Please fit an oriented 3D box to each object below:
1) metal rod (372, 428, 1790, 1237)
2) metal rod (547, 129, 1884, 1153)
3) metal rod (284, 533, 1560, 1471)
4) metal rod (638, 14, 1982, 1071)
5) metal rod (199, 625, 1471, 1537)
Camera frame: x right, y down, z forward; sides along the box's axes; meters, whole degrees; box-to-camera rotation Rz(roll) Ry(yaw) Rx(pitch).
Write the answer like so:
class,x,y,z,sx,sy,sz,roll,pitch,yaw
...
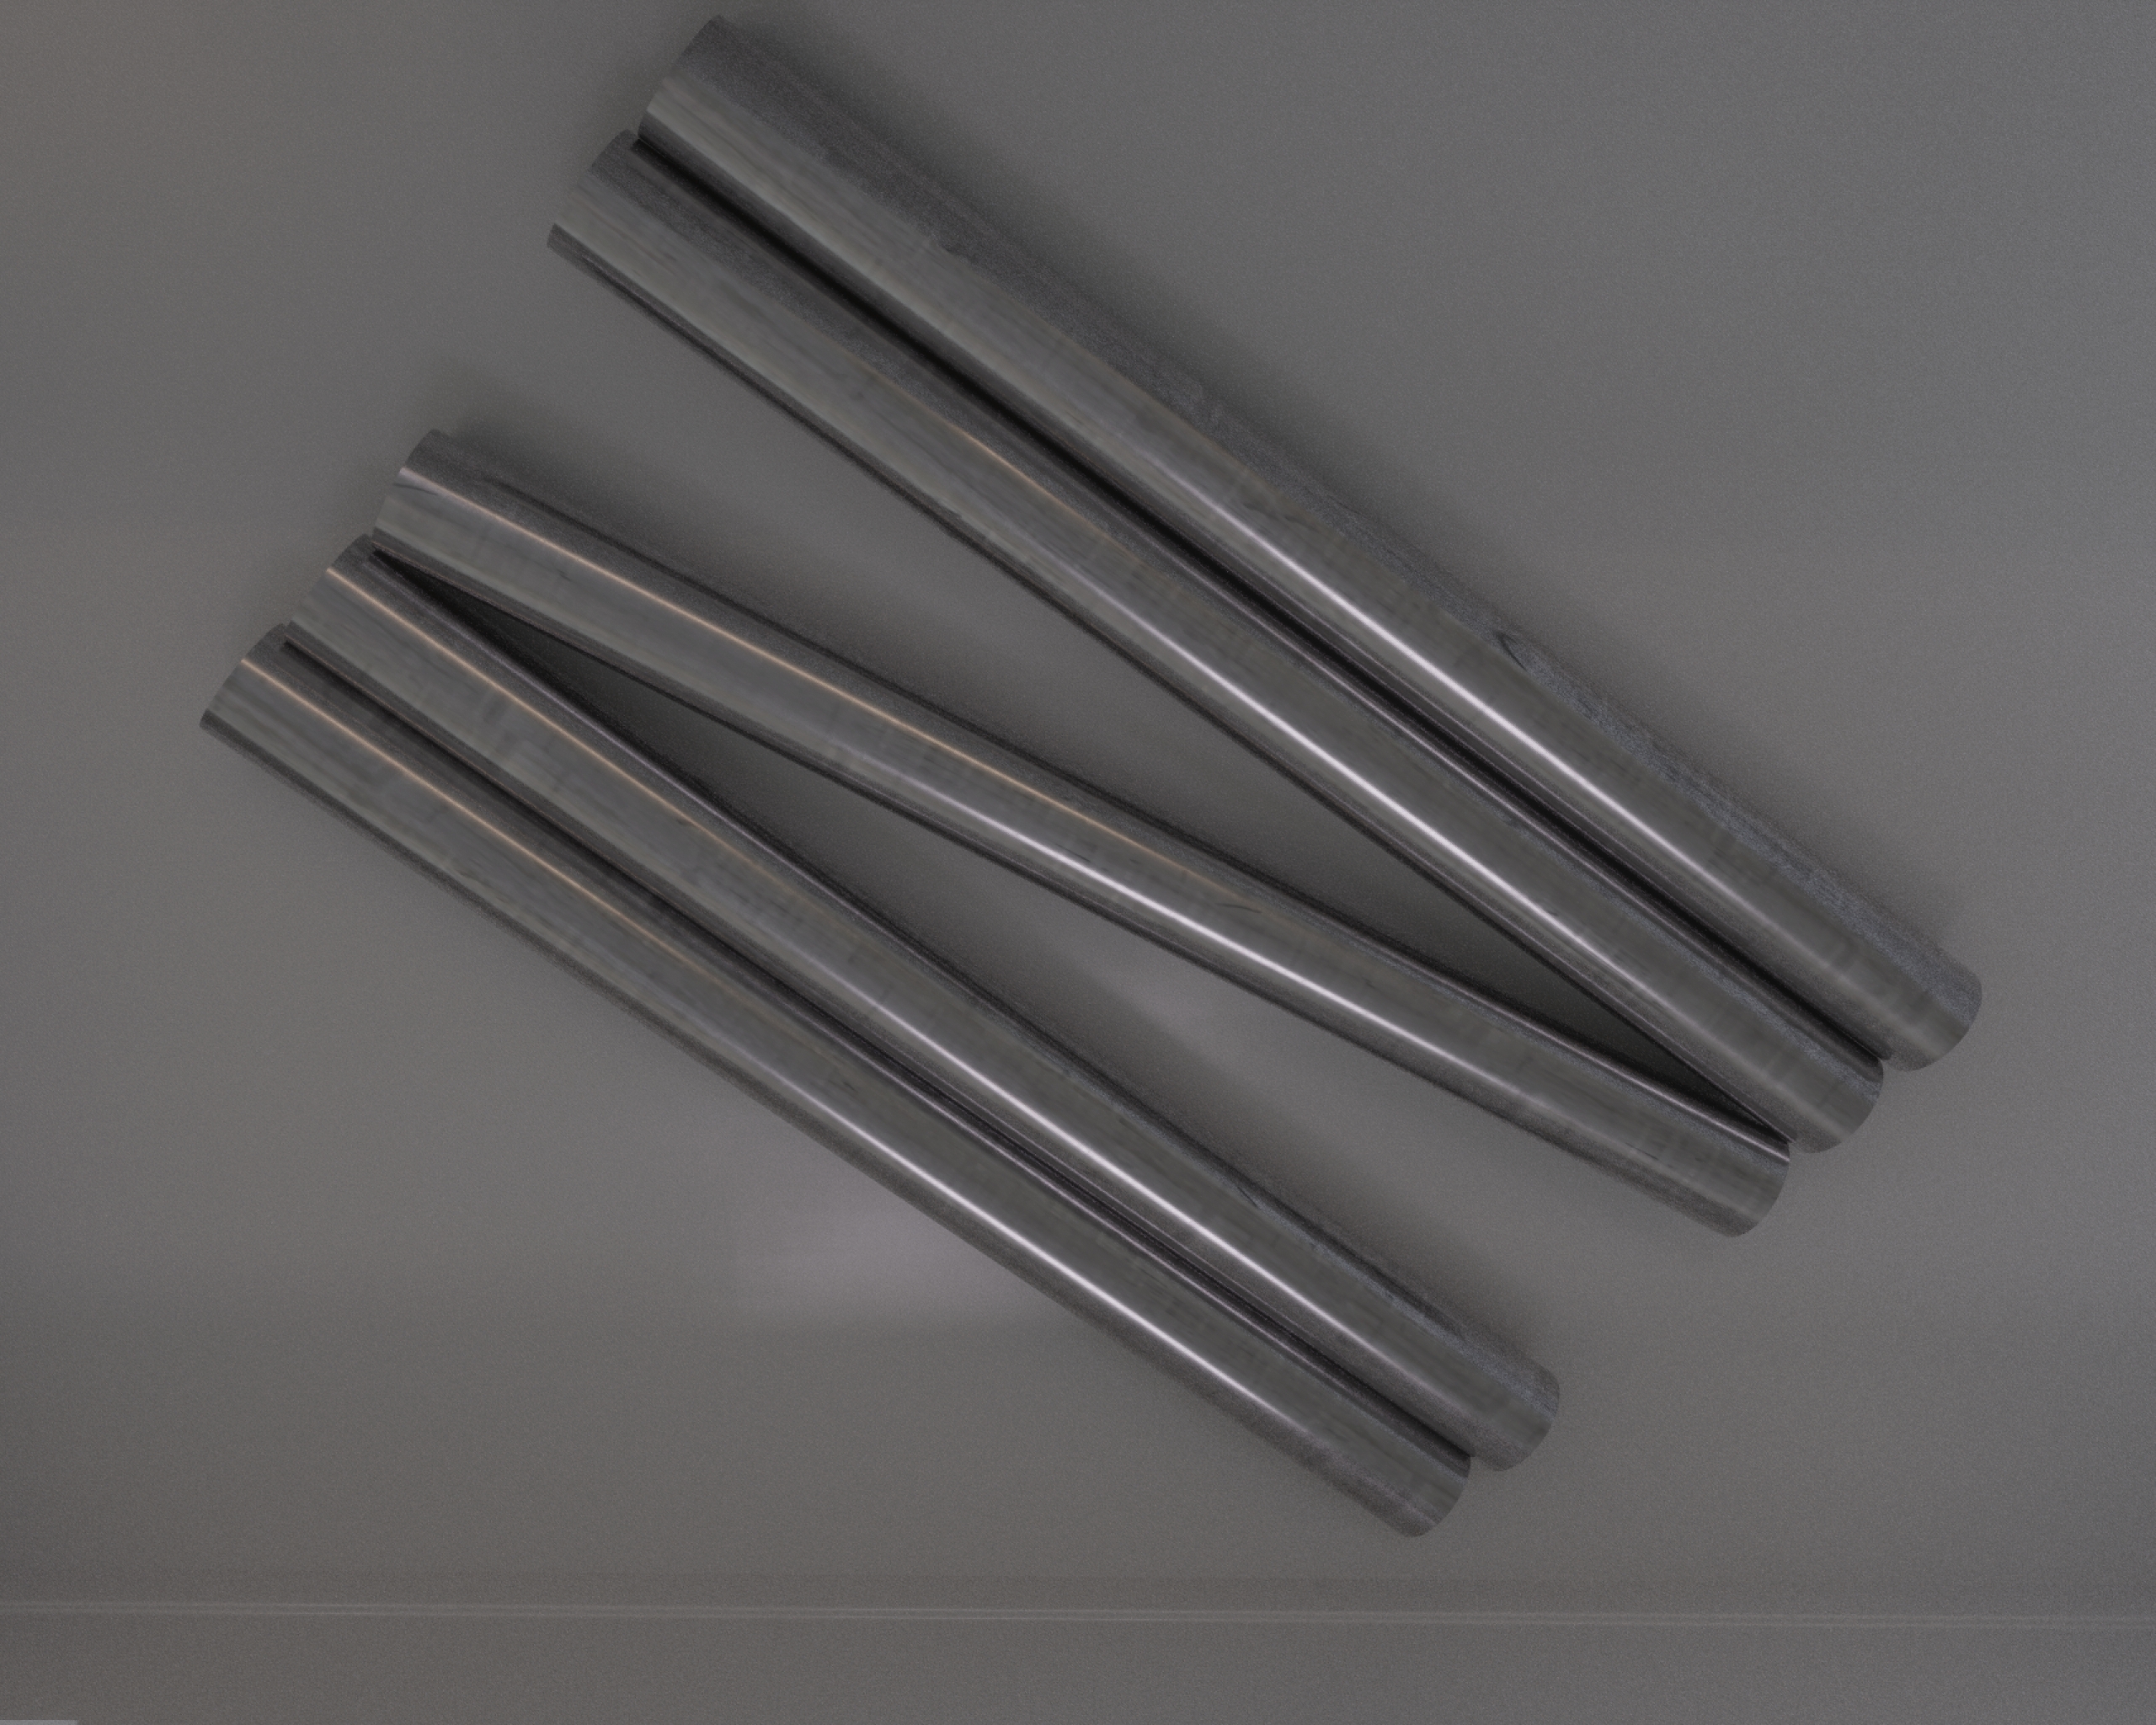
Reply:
class,x,y,z,sx,sy,sz,roll,pitch,yaw
metal rod,0.008,-0.001,0.410,0.301,0.025,0.025,27,108,-10
metal rod,0.035,-0.034,0.397,0.301,0.025,0.025,35,106,-12
metal rod,-0.022,0.035,0.423,0.301,0.025,0.025,36,106,-13
metal rod,0.052,-0.052,0.391,0.301,0.025,0.025,35,106,-12
metal rod,-0.040,0.051,0.428,0.301,0.025,0.025,36,106,-13
